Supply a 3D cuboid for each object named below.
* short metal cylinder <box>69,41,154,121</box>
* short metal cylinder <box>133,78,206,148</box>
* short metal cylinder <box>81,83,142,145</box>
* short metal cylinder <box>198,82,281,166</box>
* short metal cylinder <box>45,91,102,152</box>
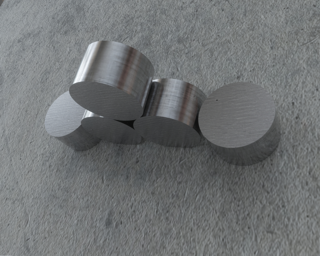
[{"bbox_3d":[-0.051,-0.049,0.338,0.080,0.080,0.050,1,63,28],"label":"short metal cylinder"},{"bbox_3d":[0.014,-0.016,0.373,0.080,0.080,0.050,0,61,28],"label":"short metal cylinder"},{"bbox_3d":[-0.057,-0.017,0.411,0.080,0.080,0.050,0,62,28],"label":"short metal cylinder"},{"bbox_3d":[0.089,-0.004,0.344,0.080,0.050,0.080,-13,57,21],"label":"short metal cylinder"},{"bbox_3d":[-0.121,-0.012,0.460,0.080,0.050,0.080,-13,57,21],"label":"short metal cylinder"}]
